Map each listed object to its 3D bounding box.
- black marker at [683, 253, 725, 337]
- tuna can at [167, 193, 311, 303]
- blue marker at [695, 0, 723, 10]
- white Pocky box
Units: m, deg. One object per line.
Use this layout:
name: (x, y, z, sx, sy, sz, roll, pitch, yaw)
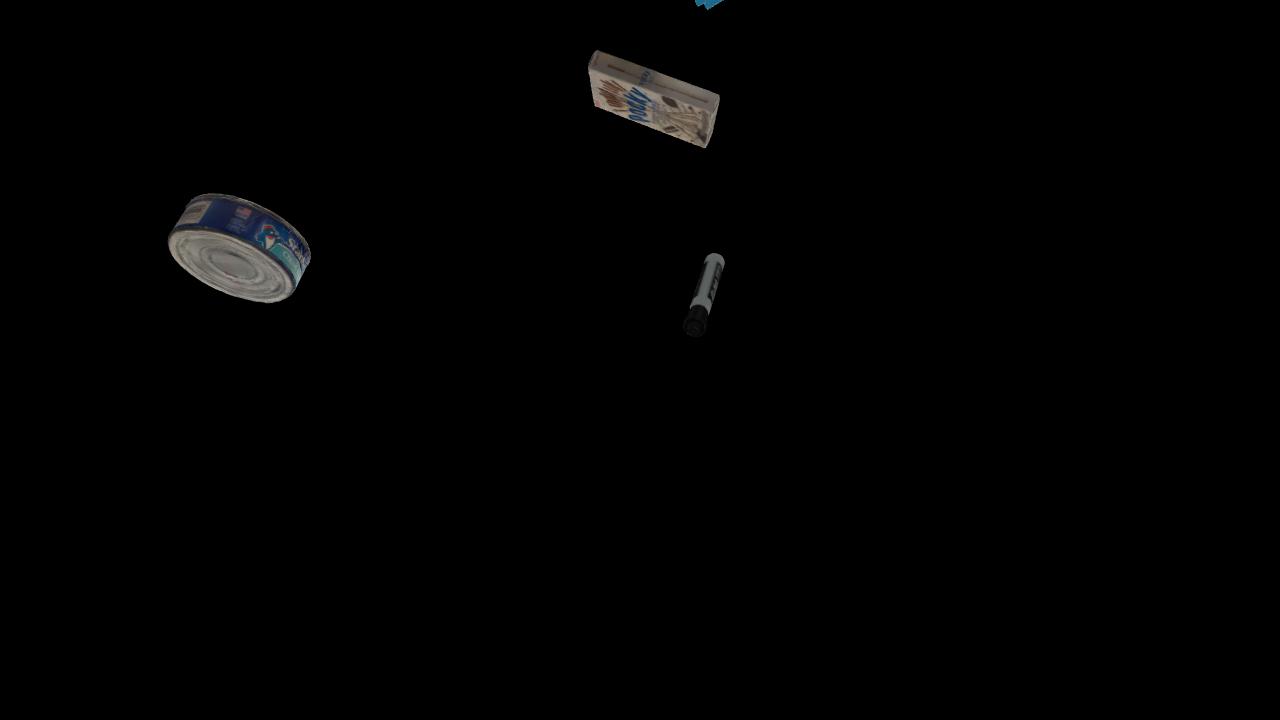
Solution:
black marker: (0.056, -0.057, 0.527, 0.020, 0.020, 0.121, 0, 35, 17)
tuna can: (-0.290, -0.079, 0.448, 0.084, 0.034, 0.084, 4, -32, 3)
blue marker: (0.095, -0.283, 0.434, 0.121, 0.020, 0.020, -23, -4, 11)
white Pocky box: (0.016, -0.308, 0.731, 0.154, 0.028, 0.084, 22, -7, 4)
